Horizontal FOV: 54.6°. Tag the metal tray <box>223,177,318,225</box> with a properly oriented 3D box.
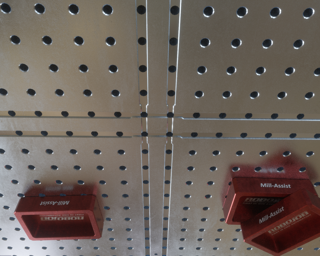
[{"bbox_3d":[0.179,0.124,0.514,0.131,0.030,0.089,2,130,-2],"label":"metal tray"}]

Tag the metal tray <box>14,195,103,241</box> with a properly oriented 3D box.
[{"bbox_3d":[-0.172,0.158,0.540,0.131,0.030,0.090,-2,130,1],"label":"metal tray"}]

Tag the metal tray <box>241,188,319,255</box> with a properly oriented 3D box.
[{"bbox_3d":[0.209,0.157,0.503,0.090,0.030,0.129,31,124,-24],"label":"metal tray"}]
